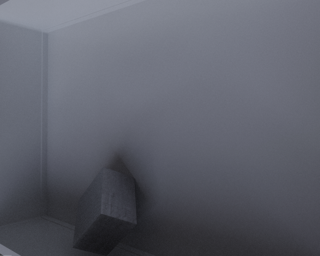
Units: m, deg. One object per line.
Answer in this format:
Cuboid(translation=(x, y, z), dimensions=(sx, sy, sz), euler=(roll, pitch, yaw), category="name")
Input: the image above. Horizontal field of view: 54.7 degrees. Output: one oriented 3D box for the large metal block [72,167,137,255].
Cuboid(translation=(-0.076, 0.115, 0.431), dimensions=(0.080, 0.050, 0.080), euler=(-51, 27, 27), category="large metal block")
